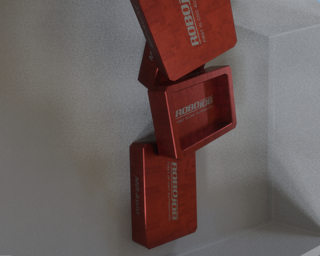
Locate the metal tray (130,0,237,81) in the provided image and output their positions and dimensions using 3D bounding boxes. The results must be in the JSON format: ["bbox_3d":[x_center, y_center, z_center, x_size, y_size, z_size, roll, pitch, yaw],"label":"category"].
[{"bbox_3d":[0.023,-0.122,0.313,0.090,0.030,0.130,-31,133,-6],"label":"metal tray"}]

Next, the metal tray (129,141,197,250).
[{"bbox_3d":[0.007,0.082,0.411,0.091,0.030,0.129,-3,92,-40],"label":"metal tray"}]

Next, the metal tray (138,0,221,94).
[{"bbox_3d":[0.027,-0.111,0.380,0.091,0.030,0.129,-20,140,-38],"label":"metal tray"}]

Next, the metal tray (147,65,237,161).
[{"bbox_3d":[0.048,-0.024,0.399,0.131,0.030,0.089,-25,112,-40],"label":"metal tray"}]
